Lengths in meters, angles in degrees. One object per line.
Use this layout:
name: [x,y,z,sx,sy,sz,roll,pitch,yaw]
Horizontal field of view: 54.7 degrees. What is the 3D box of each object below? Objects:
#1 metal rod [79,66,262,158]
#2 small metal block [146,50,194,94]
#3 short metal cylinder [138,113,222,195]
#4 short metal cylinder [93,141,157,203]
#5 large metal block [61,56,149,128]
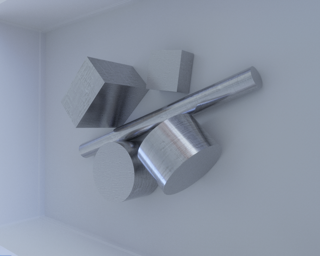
metal rod: [-0.010,-0.008,0.412,0.299,0.025,0.025,-22,76,37]
small metal block: [0.012,-0.072,0.393,0.050,0.025,0.050,11,97,39]
short metal cylinder: [0.022,0.030,0.349,0.050,0.081,0.080,50,119,28]
short metal cylinder: [-0.046,0.058,0.424,0.080,0.050,0.079,0,90,39]
large metal block: [-0.076,-0.046,0.430,0.080,0.081,0.050,-51,61,28]
